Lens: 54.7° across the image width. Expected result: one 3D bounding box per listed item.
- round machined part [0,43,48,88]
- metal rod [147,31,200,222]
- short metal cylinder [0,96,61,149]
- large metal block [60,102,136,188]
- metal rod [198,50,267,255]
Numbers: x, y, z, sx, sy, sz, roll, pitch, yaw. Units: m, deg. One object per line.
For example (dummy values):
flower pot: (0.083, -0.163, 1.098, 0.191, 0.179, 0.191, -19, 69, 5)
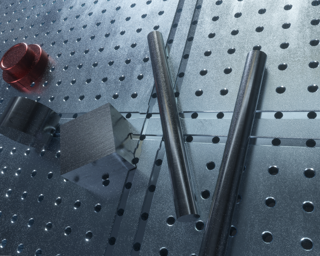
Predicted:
round machined part: (-0.279, -0.131, 0.621, 0.098, 0.042, 0.098, -13, 56, 20)
metal rod: (0.011, -0.025, 0.416, 0.025, 0.025, 0.299, -20, 54, 16)
short metal cylinder: (-0.203, -0.006, 0.481, 0.080, 0.080, 0.050, 4, 64, 29)
large metal block: (-0.086, 0.024, 0.421, 0.080, 0.050, 0.080, -24, 53, 13)
metal rod: (0.080, 0.039, 0.341, 0.025, 0.025, 0.300, 5, 64, 30)
